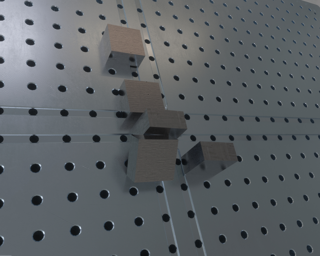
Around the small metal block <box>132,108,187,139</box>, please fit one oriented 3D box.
[{"bbox_3d":[-0.002,0.001,0.390,0.050,0.050,0.025,3,60,-27],"label":"small metal block"}]

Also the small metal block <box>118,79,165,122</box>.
[{"bbox_3d":[-0.025,-0.035,0.416,0.050,0.025,0.050,2,61,-27],"label":"small metal block"}]

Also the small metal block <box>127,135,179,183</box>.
[{"bbox_3d":[-0.009,0.035,0.365,0.050,0.025,0.050,2,100,-27],"label":"small metal block"}]

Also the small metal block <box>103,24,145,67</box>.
[{"bbox_3d":[-0.053,-0.120,0.452,0.050,0.025,0.050,2,61,-27],"label":"small metal block"}]

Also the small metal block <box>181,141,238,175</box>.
[{"bbox_3d":[0.063,0.040,0.401,0.050,0.050,0.025,4,60,-26],"label":"small metal block"}]
